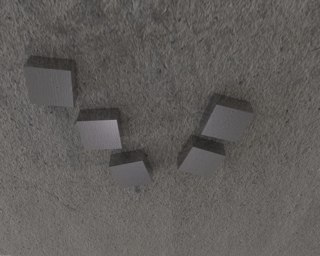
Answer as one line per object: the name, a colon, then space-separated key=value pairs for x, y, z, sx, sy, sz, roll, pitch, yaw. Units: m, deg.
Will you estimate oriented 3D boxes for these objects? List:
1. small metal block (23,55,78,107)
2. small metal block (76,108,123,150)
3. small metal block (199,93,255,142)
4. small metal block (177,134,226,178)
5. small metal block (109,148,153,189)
small metal block: x=-0.125 y=-0.053 z=0.360 sx=0.050 sy=0.025 sz=0.050 roll=5 pitch=130 yaw=-5
small metal block: x=-0.077 y=0.002 z=0.408 sx=0.050 sy=0.025 sz=0.050 roll=-3 pitch=130 yaw=2
small metal block: x=0.084 y=-0.012 z=0.397 sx=0.050 sy=0.025 sz=0.050 roll=13 pitch=129 yaw=-11
small metal block: x=0.058 y=0.041 z=0.443 sx=0.050 sy=0.025 sz=0.050 roll=17 pitch=128 yaw=-14
small metal block: x=-0.042 y=0.061 z=0.458 sx=0.050 sy=0.025 sz=0.050 roll=-12 pitch=129 yaw=9
